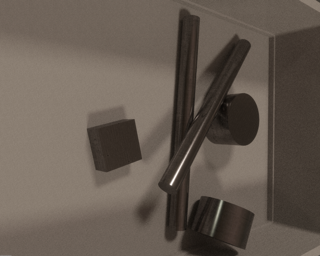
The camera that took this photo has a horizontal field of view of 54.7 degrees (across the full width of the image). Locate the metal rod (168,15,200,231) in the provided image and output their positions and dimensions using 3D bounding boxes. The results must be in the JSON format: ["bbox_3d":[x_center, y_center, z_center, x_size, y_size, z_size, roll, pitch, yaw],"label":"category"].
[{"bbox_3d":[0.035,-0.009,0.437,0.025,0.025,0.298,7,86,-40],"label":"metal rod"}]

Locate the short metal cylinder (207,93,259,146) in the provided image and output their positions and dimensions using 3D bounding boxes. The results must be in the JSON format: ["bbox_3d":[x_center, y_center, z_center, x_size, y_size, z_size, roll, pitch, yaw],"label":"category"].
[{"bbox_3d":[0.112,-0.013,0.487,0.081,0.050,0.079,0,90,-40],"label":"short metal cylinder"}]

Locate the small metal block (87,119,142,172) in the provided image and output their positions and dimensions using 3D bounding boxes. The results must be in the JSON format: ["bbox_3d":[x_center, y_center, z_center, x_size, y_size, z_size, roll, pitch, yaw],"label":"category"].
[{"bbox_3d":[-0.053,0.019,0.364,0.050,0.025,0.050,-17,101,-39],"label":"small metal block"}]

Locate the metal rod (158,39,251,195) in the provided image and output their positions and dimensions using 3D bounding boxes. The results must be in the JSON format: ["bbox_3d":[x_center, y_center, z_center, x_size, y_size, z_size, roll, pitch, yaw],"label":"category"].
[{"bbox_3d":[0.076,-0.035,0.447,0.025,0.025,0.301,52,52,-28],"label":"metal rod"}]

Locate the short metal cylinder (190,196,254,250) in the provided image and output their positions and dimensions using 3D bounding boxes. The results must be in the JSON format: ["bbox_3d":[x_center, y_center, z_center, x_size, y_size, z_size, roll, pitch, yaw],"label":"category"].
[{"bbox_3d":[0.090,0.137,0.450,0.080,0.080,0.050,33,69,-36],"label":"short metal cylinder"}]
